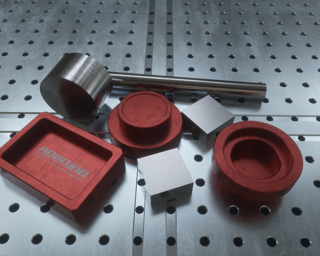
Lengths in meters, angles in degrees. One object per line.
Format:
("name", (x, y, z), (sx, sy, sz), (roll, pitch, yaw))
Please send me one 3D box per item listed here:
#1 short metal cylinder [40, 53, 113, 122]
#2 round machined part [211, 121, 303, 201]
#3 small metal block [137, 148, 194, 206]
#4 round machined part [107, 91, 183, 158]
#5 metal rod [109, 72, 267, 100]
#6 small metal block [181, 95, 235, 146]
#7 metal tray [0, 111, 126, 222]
("short metal cylinder", (-0.110, -0.053, 0.415), (0.080, 0.080, 0.050), (14, 51, 11))
("round machined part", (0.109, 0.041, 0.363), (0.099, 0.042, 0.098), (0, 50, 0))
("small metal block", (0.005, 0.056, 0.361), (0.050, 0.025, 0.050), (-15, 52, -12))
("round machined part", (-0.019, -0.011, 0.405), (0.099, 0.042, 0.098), (0, 47, 0))
("metal rod", (0.002, -0.066, 0.462), (0.302, 0.025, 0.025), (5, 50, 4))
("small metal block", (0.063, -0.011, 0.418), (0.050, 0.025, 0.050), (-31, 57, -24))
("metal tray", (-0.119, 0.040, 0.369), (0.130, 0.030, 0.090), (24, 54, 19))
